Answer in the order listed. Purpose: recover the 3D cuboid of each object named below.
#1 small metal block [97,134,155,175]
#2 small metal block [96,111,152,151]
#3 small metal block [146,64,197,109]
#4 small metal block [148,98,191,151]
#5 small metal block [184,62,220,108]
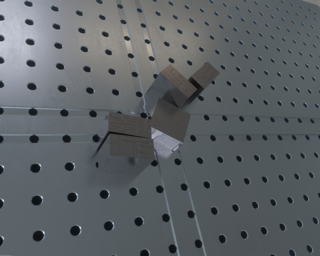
[{"bbox_3d":[-0.040,0.032,0.351,0.050,0.050,0.025,8,58,-24],"label":"small metal block"},{"bbox_3d":[-0.043,0.008,0.364,0.050,0.050,0.025,11,57,-22],"label":"small metal block"},{"bbox_3d":[0.015,-0.051,0.431,0.050,0.050,0.025,44,51,2],"label":"small metal block"},{"bbox_3d":[0.009,-0.005,0.416,0.050,0.025,0.050,27,53,-11],"label":"small metal block"},{"bbox_3d":[0.055,-0.064,0.460,0.025,0.050,0.050,44,51,2],"label":"small metal block"}]
